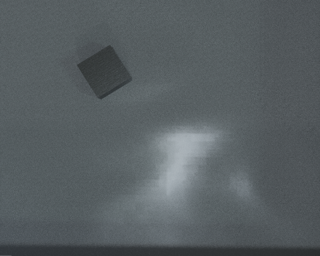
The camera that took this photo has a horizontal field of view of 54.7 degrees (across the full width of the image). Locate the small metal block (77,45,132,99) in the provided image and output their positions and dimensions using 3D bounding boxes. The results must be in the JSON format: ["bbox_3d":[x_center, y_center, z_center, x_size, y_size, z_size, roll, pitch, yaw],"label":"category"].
[{"bbox_3d":[-0.072,-0.073,0.410,0.050,0.025,0.050,-32,90,-1],"label":"small metal block"}]
